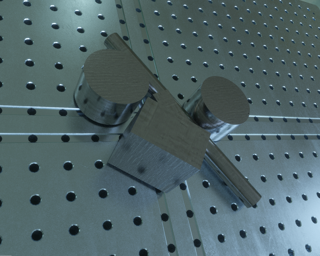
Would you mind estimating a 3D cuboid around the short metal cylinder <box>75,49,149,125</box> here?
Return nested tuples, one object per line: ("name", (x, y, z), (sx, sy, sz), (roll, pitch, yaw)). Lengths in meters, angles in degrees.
("short metal cylinder", (-0.060, -0.051, 0.386), (0.081, 0.050, 0.080), (14, 56, -21))

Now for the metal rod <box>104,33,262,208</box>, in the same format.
("metal rod", (0.027, -0.015, 0.427), (0.300, 0.025, 0.025), (49, 51, 6))

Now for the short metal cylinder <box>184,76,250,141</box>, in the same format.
("short metal cylinder", (0.081, -0.028, 0.448), (0.081, 0.050, 0.080), (14, 56, -21))

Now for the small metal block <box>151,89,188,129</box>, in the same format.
("small metal block", (0.003, -0.013, 0.396), (0.025, 0.050, 0.050), (-23, 75, -36))

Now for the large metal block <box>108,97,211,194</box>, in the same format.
("large metal block", (-0.002, 0.023, 0.352), (0.080, 0.080, 0.050), (30, 53, -9))
